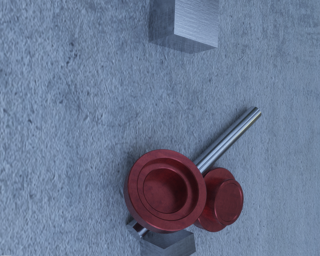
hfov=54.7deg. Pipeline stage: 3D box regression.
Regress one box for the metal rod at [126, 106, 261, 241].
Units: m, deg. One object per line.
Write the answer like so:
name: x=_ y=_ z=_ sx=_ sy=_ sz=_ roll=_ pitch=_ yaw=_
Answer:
metal rod: x=0.067 y=0.050 z=0.460 sx=0.302 sy=0.025 sz=0.025 roll=-38 pitch=114 yaw=-33

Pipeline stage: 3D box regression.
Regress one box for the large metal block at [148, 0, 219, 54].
large metal block: x=0.033 y=-0.151 z=0.416 sx=0.081 sy=0.050 sz=0.080 roll=3 pitch=88 yaw=-40

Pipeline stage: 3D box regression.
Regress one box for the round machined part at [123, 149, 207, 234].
round machined part: x=0.003 y=0.078 z=0.378 sx=0.099 sy=0.042 sz=0.098 roll=10 pitch=60 yaw=-17

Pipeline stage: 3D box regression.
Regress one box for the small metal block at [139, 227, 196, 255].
small metal block: x=0.009 y=0.149 z=0.397 sx=0.050 sy=0.050 sz=0.025 roll=-12 pitch=98 yaw=-39

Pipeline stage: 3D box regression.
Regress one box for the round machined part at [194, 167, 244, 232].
round machined part: x=0.089 y=0.109 z=0.469 sx=0.099 sy=0.042 sz=0.097 roll=0 pitch=90 yaw=-40
